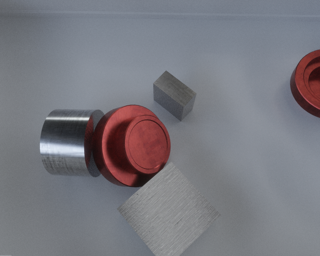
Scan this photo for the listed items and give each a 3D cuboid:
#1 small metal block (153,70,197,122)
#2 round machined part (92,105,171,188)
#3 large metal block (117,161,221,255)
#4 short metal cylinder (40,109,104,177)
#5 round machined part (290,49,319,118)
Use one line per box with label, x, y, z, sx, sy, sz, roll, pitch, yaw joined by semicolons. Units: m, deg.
small metal block;0.018;-0.041;0.412;0.050;0.050;0.025;39;75;12
round machined part;-0.026;0.021;0.364;0.099;0.042;0.097;7;79;-41
large metal block;0.010;0.100;0.360;0.080;0.050;0.080;-40;75;-14
short metal cylinder;-0.098;0.017;0.369;0.050;0.080;0.080;1;70;10
round machined part;0.227;-0.055;0.421;0.099;0.042;0.098;-1;69;3
